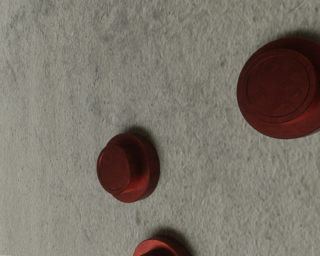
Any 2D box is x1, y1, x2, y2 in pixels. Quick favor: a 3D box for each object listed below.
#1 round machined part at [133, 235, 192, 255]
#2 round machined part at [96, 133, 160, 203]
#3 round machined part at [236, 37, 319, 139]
[{"bbox_3d":[-0.002,0.191,0.394,0.098,0.042,0.097,0,90,39],"label":"round machined part"},{"bbox_3d":[-0.051,0.056,0.434,0.098,0.042,0.097,0,90,39],"label":"round machined part"},{"bbox_3d":[0.118,-0.038,0.296,0.098,0.042,0.097,0,90,39],"label":"round machined part"}]
